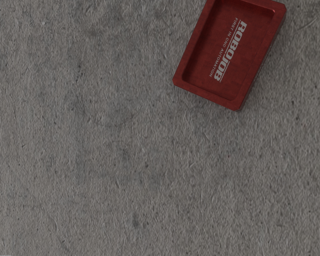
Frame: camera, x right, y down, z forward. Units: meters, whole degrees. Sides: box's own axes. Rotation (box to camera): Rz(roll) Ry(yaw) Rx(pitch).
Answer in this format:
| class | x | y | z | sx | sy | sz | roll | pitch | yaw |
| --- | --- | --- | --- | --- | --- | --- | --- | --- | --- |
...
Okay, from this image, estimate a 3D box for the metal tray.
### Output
| class | x | y | z | sx | sy | sz | roll | pitch | yaw |
| --- | --- | --- | --- | --- | --- | --- | --- | --- | --- |
| metal tray | 0.082 | -0.095 | 0.377 | 0.090 | 0.030 | 0.129 | 26 | 99 | 18 |
